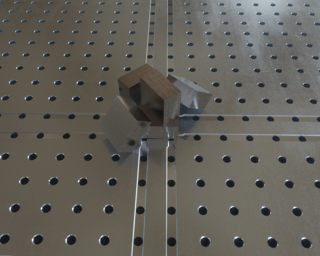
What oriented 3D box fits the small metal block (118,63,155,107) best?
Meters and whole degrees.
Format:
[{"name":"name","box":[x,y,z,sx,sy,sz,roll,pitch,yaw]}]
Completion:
[{"name":"small metal block","box":[-0.030,-0.056,0.438,0.050,0.050,0.025,-34,58,-25]}]

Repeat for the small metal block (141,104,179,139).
[{"name":"small metal block","box":[-0.001,-0.013,0.418,0.050,0.025,0.050,1,50,-1]}]

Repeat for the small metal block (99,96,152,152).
[{"name":"small metal block","box":[-0.045,-0.005,0.392,0.025,0.050,0.050,5,36,-48]}]

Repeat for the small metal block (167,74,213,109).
[{"name":"small metal block","box":[0.038,-0.050,0.433,0.050,0.025,0.050,35,19,26]}]

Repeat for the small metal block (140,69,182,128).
[{"name":"small metal block","box":[0.000,-0.037,0.390,0.025,0.050,0.050,-29,56,-23]}]
